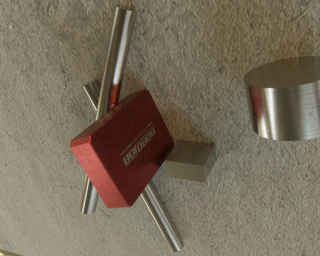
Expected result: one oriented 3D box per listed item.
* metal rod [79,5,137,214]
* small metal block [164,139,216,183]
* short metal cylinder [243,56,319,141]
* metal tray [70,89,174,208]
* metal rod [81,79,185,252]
[{"bbox_3d":[-0.074,-0.005,0.410,0.025,0.025,0.298,23,117,14],"label":"metal rod"},{"bbox_3d":[0.040,0.041,0.394,0.050,0.050,0.025,6,121,25],"label":"small metal block"},{"bbox_3d":[0.123,-0.030,0.288,0.080,0.080,0.050,-3,117,29],"label":"short metal cylinder"},{"bbox_3d":[-0.036,0.020,0.369,0.030,0.131,0.090,-14,111,34],"label":"metal tray"},{"bbox_3d":[-0.034,0.067,0.464,0.025,0.025,0.299,-14,112,33],"label":"metal rod"}]
